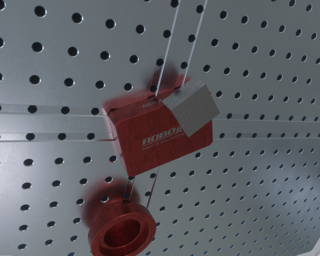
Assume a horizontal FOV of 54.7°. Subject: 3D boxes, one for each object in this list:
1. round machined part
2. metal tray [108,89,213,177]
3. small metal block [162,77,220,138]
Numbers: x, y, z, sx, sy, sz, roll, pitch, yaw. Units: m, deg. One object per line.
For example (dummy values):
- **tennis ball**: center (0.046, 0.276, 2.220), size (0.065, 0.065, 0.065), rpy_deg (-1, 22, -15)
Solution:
- **round machined part**: center (-0.059, 0.149, 0.460), size (0.099, 0.042, 0.097), rpy_deg (-14, 124, -21)
- **metal tray**: center (0.006, 0.002, 0.412), size (0.131, 0.030, 0.089), rpy_deg (-21, 127, -16)
- **small metal block**: center (0.038, -0.025, 0.377), size (0.050, 0.025, 0.050), rpy_deg (-38, 129, -3)
